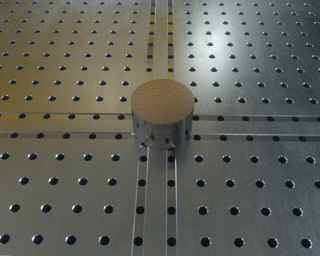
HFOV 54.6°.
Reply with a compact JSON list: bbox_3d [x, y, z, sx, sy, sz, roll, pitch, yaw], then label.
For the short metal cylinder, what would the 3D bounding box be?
[{"bbox_3d":[0.003,-0.019,0.407,0.080,0.050,0.080,0,50,0],"label":"short metal cylinder"}]
